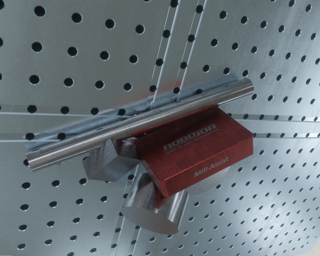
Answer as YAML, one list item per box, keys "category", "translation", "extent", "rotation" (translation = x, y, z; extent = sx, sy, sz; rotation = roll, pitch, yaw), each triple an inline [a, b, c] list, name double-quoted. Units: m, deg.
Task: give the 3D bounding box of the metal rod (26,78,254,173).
- category: "metal rod"
  translation: [-0.011, -0.010, 0.394]
  extent: [0.302, 0.025, 0.025]
  rotation: [-20, 126, -17]

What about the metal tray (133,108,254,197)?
- category: "metal tray"
  translation: [0.042, 0.025, 0.403]
  extent: [0.131, 0.090, 0.030]
  rotation: [-24, 127, -14]

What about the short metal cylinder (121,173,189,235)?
- category: "short metal cylinder"
  translation: [-0.006, 0.104, 0.423]
  extent: [0.080, 0.080, 0.050]
  rotation: [56, 44, -39]

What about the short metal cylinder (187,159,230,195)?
- category: "short metal cylinder"
  translation: [0.053, 0.050, 0.444]
  extent: [0.081, 0.050, 0.079]
  rotation: [-18, 135, -19]

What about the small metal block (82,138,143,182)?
- category: "small metal block"
  translation: [-0.058, 0.041, 0.384]
  extent: [0.050, 0.025, 0.050]
  rotation: [-39, 151, 18]
